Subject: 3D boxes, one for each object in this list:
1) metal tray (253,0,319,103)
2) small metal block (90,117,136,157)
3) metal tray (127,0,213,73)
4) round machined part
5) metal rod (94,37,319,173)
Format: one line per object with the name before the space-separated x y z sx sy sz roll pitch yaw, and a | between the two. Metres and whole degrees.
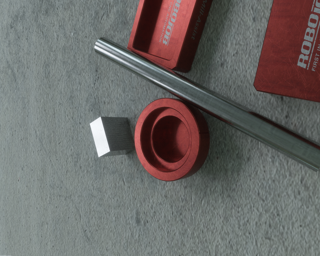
metal tray | 0.146 -0.089 0.280 0.090 0.030 0.129 18 101 38
small metal block | -0.066 0.012 0.441 0.025 0.050 0.050 -28 73 36
metal tray | 0.014 -0.144 0.388 0.090 0.030 0.129 27 107 36
round machined part | 0.019 0.013 0.376 0.098 0.042 0.097 1 91 40
metal rod | 0.035 -0.040 0.350 0.300 0.025 0.025 32 110 27
